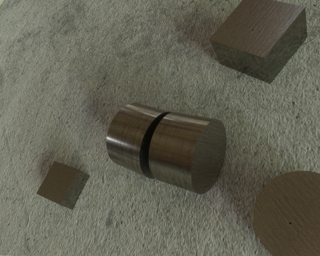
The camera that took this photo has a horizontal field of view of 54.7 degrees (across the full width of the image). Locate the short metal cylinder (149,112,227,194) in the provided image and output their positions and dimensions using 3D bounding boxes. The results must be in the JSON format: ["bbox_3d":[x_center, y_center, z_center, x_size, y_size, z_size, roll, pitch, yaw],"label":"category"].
[{"bbox_3d":[0.032,0.026,0.336,0.050,0.080,0.080,12,68,33],"label":"short metal cylinder"}]

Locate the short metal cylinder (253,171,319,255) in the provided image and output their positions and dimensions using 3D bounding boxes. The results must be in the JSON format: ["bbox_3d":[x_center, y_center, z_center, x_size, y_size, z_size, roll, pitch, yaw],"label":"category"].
[{"bbox_3d":[0.127,0.084,0.270,0.080,0.050,0.080,-13,56,21],"label":"short metal cylinder"}]

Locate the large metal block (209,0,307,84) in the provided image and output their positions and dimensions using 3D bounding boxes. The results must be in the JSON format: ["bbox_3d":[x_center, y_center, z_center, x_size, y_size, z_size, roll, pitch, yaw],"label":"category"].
[{"bbox_3d":[0.125,-0.114,0.392,0.080,0.050,0.080,34,80,38],"label":"large metal block"}]

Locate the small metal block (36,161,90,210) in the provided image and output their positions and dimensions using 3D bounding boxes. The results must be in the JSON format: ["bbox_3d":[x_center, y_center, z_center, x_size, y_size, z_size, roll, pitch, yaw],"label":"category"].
[{"bbox_3d":[-0.133,0.078,0.426,0.050,0.025,0.050,12,68,33],"label":"small metal block"}]

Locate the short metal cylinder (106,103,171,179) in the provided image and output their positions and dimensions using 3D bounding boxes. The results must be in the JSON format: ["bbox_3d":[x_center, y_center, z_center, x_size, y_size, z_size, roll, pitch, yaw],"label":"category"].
[{"bbox_3d":[-0.016,0.014,0.369,0.050,0.080,0.080,17,71,35],"label":"short metal cylinder"}]
